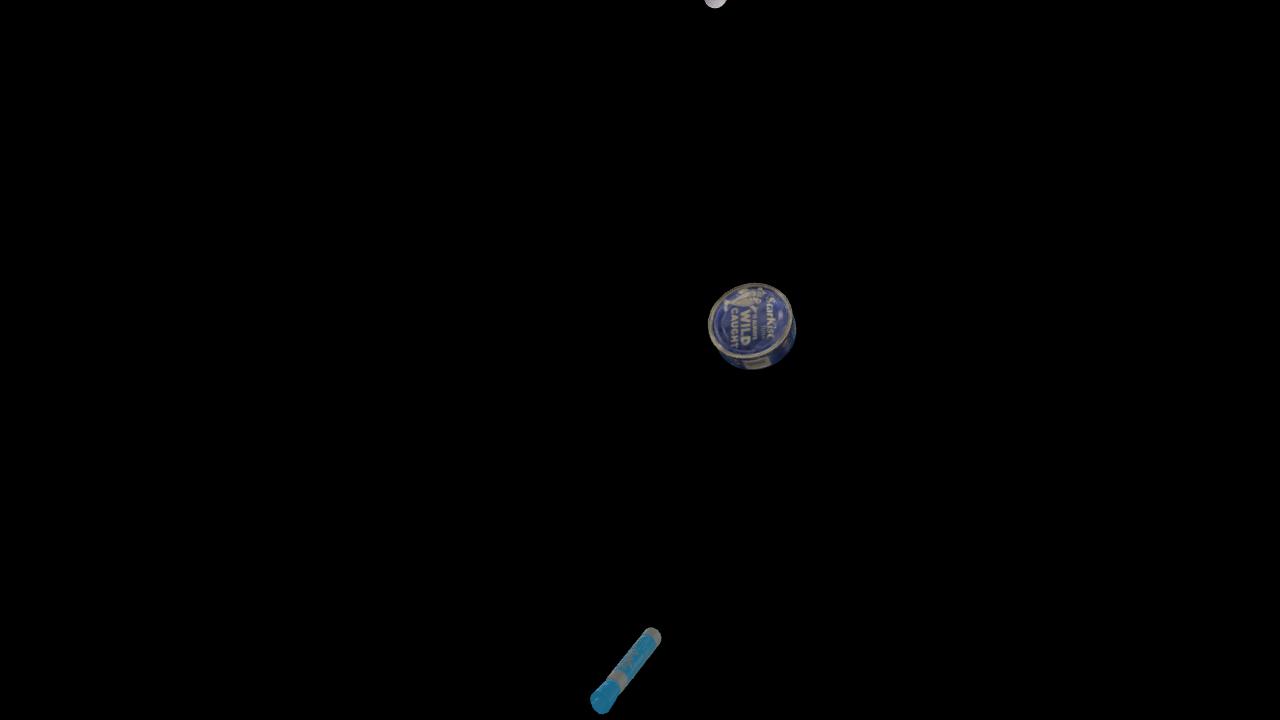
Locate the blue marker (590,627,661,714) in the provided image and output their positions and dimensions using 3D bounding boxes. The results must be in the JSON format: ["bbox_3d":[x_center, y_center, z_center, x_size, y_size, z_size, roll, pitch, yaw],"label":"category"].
[{"bbox_3d":[-0.011,0.274,0.547,0.020,0.020,0.121,0,3,23],"label":"blue marker"}]

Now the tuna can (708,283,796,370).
[{"bbox_3d":[0.113,-0.033,0.614,0.084,0.084,0.034,0,-25,24],"label":"tuna can"}]

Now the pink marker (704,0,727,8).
[{"bbox_3d":[0.065,-0.266,0.413,0.020,0.020,0.121,0,13,-8],"label":"pink marker"}]
